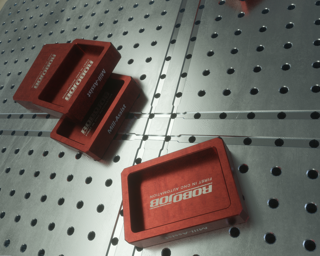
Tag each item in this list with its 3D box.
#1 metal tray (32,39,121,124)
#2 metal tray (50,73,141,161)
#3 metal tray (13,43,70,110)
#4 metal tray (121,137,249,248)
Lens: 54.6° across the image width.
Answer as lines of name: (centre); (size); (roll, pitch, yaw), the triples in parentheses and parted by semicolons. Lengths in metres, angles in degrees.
metal tray: (-0.129, -0.077, 0.481); (0.090, 0.030, 0.130); (16, 70, 34)
metal tray: (-0.098, -0.024, 0.472); (0.090, 0.030, 0.130); (17, 70, 35)
metal tray: (-0.204, -0.097, 0.573); (0.090, 0.030, 0.130); (7, 65, 31)
metal tray: (0.022, 0.073, 0.349); (0.130, 0.030, 0.090); (-20, 54, 16)
